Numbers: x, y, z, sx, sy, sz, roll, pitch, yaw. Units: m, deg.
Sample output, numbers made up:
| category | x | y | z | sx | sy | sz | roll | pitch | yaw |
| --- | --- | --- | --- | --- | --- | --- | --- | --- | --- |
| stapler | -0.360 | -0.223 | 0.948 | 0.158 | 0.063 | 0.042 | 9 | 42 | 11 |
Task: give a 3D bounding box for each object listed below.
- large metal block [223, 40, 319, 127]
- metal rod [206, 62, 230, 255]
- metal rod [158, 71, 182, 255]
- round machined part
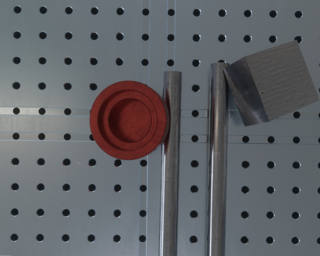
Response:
| category | x | y | z | sx | sy | sz | roll | pitch | yaw |
| --- | --- | --- | --- | --- | --- | --- | --- | --- | --- |
| large metal block | 0.139 | -0.055 | 0.390 | 0.081 | 0.050 | 0.080 | -21 | 90 | -19 |
| metal rod | 0.077 | 0.064 | 0.413 | 0.025 | 0.025 | 0.298 | 1 | 90 | 0 |
| metal rod | 0.013 | 0.075 | 0.413 | 0.025 | 0.025 | 0.298 | 2 | 90 | 0 |
| round machined part | -0.036 | -0.009 | 0.398 | 0.098 | 0.042 | 0.097 | 0 | 90 | 12 |
